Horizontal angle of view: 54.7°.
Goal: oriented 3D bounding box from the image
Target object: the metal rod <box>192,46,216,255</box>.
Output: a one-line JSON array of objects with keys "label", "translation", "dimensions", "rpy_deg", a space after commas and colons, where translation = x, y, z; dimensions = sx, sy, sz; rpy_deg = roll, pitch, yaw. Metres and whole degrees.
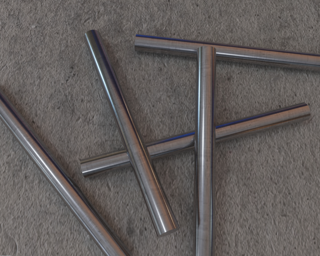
[{"label": "metal rod", "translation": [0.053, 0.045, 0.370], "dimensions": [0.025, 0.025, 0.299], "rpy_deg": [2, 78, 1]}]

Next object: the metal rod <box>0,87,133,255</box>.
[{"label": "metal rod", "translation": [-0.140, 0.046, 0.390], "dimensions": [0.025, 0.025, 0.300], "rpy_deg": [-40, 75, -13]}]

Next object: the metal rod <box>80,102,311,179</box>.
[{"label": "metal rod", "translation": [0.050, 0.014, 0.402], "dimensions": [0.302, 0.025, 0.025], "rpy_deg": [-14, 71, -6]}]

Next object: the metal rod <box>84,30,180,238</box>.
[{"label": "metal rod", "translation": [-0.045, -0.013, 0.391], "dimensions": [0.025, 0.025, 0.299], "rpy_deg": [-20, 63, -7]}]

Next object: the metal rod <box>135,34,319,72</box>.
[{"label": "metal rod", "translation": [0.115, -0.107, 0.447], "dimensions": [0.302, 0.025, 0.025], "rpy_deg": [7, 70, 2]}]
